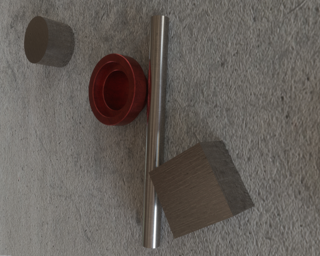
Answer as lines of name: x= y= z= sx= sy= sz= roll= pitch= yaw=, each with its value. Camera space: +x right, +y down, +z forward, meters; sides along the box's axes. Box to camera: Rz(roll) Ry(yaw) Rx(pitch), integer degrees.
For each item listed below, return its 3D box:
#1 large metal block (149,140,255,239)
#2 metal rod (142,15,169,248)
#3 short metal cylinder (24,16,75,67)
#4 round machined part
large metal block: x=0.045 y=0.068 z=0.351 sx=0.080 sy=0.050 sz=0.080 roll=-35 pitch=69 yaw=34
metal rod: x=-0.006 y=0.006 z=0.407 sx=0.025 sy=0.025 sz=0.298 roll=4 pitch=92 yaw=39
short metal cylinder: x=-0.196 y=-0.150 z=0.547 sx=0.080 sy=0.050 sz=0.079 roll=0 pitch=90 yaw=39
round machined part: x=-0.054 y=-0.052 z=0.434 sx=0.098 sy=0.042 sz=0.097 roll=0 pitch=90 yaw=41
